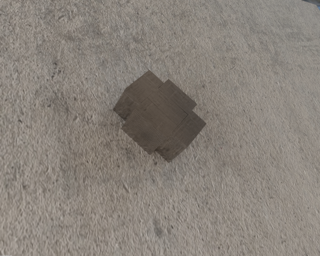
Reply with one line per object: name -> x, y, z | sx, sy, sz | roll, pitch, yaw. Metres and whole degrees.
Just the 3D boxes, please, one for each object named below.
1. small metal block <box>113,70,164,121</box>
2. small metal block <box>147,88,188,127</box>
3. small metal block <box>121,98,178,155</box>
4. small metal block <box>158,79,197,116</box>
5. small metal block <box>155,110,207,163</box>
small metal block -> -0.028, -0.041, 0.399 | 0.025, 0.050, 0.050 | 43, 51, 1
small metal block -> -0.001, -0.015, 0.399 | 0.050, 0.050, 0.025 | 43, 51, 0
small metal block -> -0.014, -0.001, 0.383 | 0.050, 0.050, 0.025 | 43, 51, 0
small metal block -> 0.013, -0.029, 0.415 | 0.050, 0.050, 0.025 | 42, 51, 0
small metal block -> 0.026, 0.011, 0.397 | 0.025, 0.050, 0.050 | 43, 51, 1
